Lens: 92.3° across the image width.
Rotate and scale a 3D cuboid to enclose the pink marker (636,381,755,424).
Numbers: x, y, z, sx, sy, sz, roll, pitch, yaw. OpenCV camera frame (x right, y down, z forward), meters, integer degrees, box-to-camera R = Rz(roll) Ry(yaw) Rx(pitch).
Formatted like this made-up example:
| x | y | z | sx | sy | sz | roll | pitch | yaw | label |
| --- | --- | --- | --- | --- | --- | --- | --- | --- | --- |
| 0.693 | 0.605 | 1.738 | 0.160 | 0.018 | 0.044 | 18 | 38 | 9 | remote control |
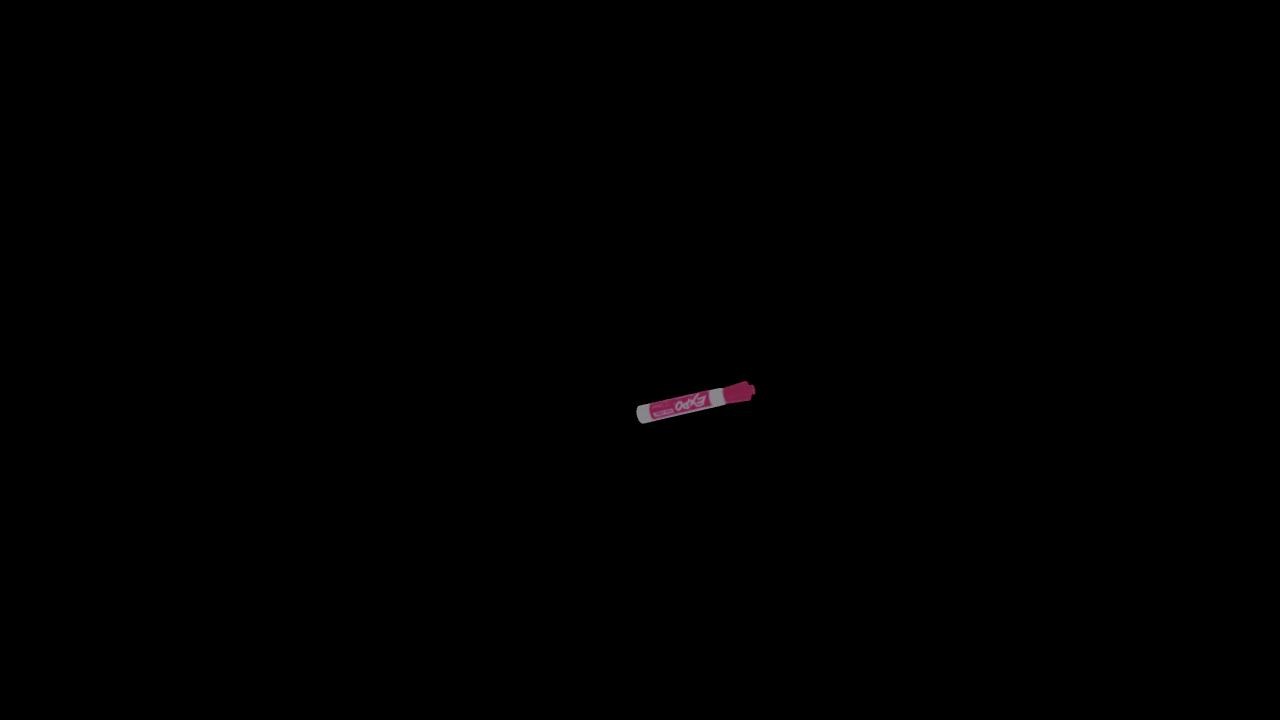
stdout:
| x | y | z | sx | sy | sz | roll | pitch | yaw | label |
| --- | --- | --- | --- | --- | --- | --- | --- | --- | --- |
| 0.053 | 0.041 | 0.596 | 0.121 | 0.020 | 0.020 | -15 | -7 | 25 | pink marker |
